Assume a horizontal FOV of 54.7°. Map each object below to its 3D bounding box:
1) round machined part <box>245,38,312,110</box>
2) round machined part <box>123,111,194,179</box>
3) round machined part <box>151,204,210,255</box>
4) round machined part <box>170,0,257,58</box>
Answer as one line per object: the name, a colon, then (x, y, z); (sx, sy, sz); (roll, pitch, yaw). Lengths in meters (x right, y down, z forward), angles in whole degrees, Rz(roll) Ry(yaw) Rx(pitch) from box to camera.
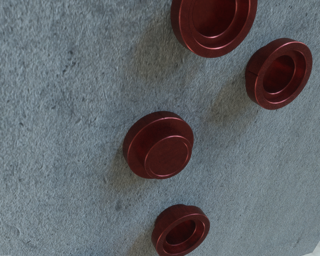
round machined part: (0.160, -0.078, 0.434); (0.099, 0.042, 0.097); (-14, 124, -21)
round machined part: (0.003, 0.030, 0.416); (0.099, 0.042, 0.097); (-14, 124, -21)
round machined part: (0.030, 0.166, 0.515); (0.099, 0.042, 0.097); (-14, 124, -21)
round machined part: (0.055, -0.131, 0.344); (0.099, 0.042, 0.097); (-14, 124, -21)
